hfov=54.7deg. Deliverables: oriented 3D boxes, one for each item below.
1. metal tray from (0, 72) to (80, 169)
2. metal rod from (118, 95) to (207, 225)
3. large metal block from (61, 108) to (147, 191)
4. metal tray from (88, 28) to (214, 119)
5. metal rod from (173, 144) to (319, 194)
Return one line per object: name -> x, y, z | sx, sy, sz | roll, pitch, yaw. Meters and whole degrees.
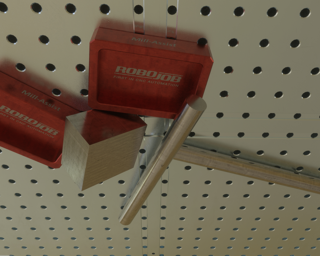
metal tray -> -0.171, -0.006, 0.400 | 0.131, 0.030, 0.090 | 29, 124, -23
metal rod -> -0.011, 0.066, 0.444 | 0.025, 0.025, 0.298 | 15, 136, -13
large metal block -> -0.071, 0.021, 0.386 | 0.081, 0.050, 0.079 | -21, 144, -39
metal tray -> -0.014, -0.058, 0.358 | 0.131, 0.030, 0.089 | 7, 130, -7
metal rod -> 0.160, 0.068, 0.472 | 0.302, 0.025, 0.025 | 15, 129, -13
